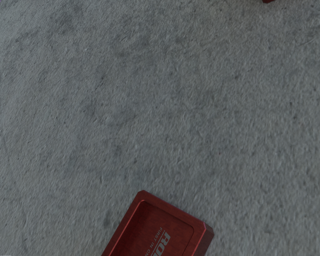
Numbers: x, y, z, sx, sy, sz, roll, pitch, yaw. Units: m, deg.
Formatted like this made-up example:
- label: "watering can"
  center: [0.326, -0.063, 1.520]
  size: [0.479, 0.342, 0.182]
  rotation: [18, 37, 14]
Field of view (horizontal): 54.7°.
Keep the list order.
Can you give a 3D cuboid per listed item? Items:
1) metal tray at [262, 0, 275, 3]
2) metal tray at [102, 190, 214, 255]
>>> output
- label: "metal tray"
  center: [0.179, -0.252, 0.461]
  size: [0.090, 0.030, 0.130]
  rotation: [-19, 54, 16]
- label: "metal tray"
  center: [-0.014, 0.141, 0.320]
  size: [0.090, 0.030, 0.130]
  rotation: [20, 72, 35]
